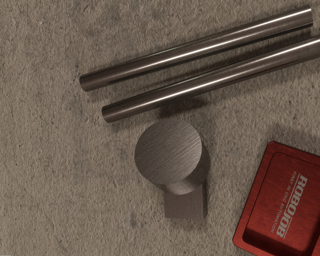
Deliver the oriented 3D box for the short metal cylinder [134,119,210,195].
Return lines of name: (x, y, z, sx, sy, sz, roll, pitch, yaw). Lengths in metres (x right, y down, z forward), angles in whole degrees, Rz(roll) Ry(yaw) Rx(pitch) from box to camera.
short metal cylinder: (0.016, 0.035, 0.374, 0.080, 0.050, 0.080, -8, 63, 17)

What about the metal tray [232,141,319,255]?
metal tray: (0.148, 0.089, 0.354, 0.090, 0.030, 0.129, 20, 96, 18)

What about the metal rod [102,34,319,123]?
metal rod: (0.062, -0.058, 0.386, 0.301, 0.025, 0.025, -16, 85, 18)

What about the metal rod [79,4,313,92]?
metal rod: (0.030, -0.096, 0.397, 0.301, 0.025, 0.025, -13, 86, 19)

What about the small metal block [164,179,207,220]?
small metal block: (0.033, 0.088, 0.397, 0.050, 0.025, 0.050, -3, 89, 19)
